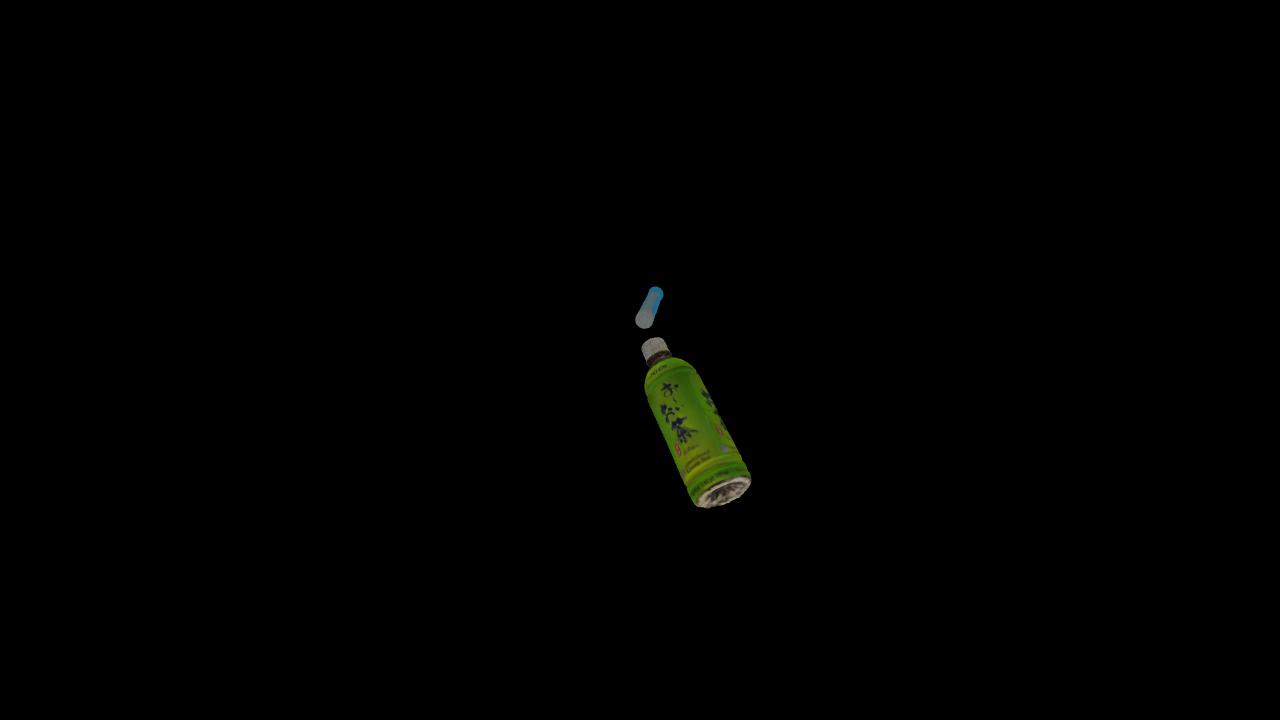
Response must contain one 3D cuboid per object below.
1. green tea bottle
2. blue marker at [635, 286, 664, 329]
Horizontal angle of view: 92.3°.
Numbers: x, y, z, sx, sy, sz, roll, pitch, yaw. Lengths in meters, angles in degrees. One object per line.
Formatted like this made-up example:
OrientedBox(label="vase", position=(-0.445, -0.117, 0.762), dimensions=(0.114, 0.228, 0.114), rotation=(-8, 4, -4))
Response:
OrientedBox(label="green tea bottle", position=(0.052, 0.062, 0.706), dimensions=(0.073, 0.212, 0.073), rotation=(-18, -34, -13))
OrientedBox(label="blue marker", position=(0.012, -0.061, 0.689), dimensions=(0.020, 0.020, 0.121), rotation=(0, 20, 8))
